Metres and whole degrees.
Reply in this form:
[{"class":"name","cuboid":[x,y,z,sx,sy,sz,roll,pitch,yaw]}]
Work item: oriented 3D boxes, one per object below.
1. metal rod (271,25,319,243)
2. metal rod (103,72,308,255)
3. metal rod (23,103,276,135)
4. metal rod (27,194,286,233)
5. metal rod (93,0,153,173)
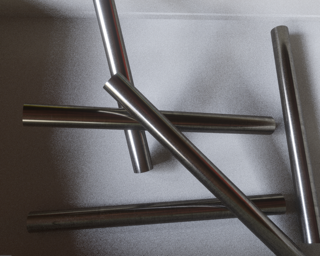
[{"class":"metal rod","cuboid":[0.180,-0.006,0.413,0.025,0.025,0.299,0,70,0]},{"class":"metal rod","cuboid":[0.055,0.052,0.345,0.300,0.025,0.025,44,75,-4]},{"class":"metal rod","cuboid":[0.002,-0.009,0.369,0.302,0.025,0.025,2,69,-17]},{"class":"metal rod","cuboid":[-0.002,0.102,0.372,0.302,0.025,0.025,-4,70,-2]},{"class":"metal rod","cuboid":[-0.053,-0.091,0.376,0.025,0.025,0.298,-13,96,-5]}]
